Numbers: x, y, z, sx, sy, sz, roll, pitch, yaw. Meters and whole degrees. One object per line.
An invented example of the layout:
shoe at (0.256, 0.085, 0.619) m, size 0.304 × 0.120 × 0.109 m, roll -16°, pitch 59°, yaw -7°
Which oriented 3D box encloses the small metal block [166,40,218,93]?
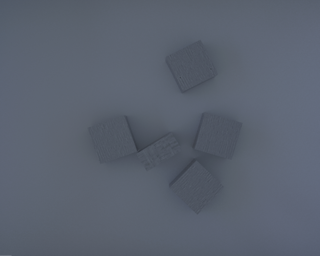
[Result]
small metal block at (0.041, -0.081, 0.411) m, size 0.050 × 0.025 × 0.050 m, roll -27°, pitch 90°, yaw 0°

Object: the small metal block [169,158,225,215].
small metal block at (0.048, 0.077, 0.412) m, size 0.050 × 0.025 × 0.050 m, roll 44°, pitch 90°, yaw 0°

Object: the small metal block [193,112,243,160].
small metal block at (0.075, 0.010, 0.412) m, size 0.050 × 0.025 × 0.050 m, roll 16°, pitch 90°, yaw 0°

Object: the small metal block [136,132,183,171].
small metal block at (-0.001, 0.029, 0.399) m, size 0.050 × 0.050 × 0.025 m, roll -31°, pitch 90°, yaw 0°

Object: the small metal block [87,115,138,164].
small metal block at (-0.061, 0.015, 0.411) m, size 0.050 × 0.025 × 0.050 m, roll -19°, pitch 90°, yaw 0°
